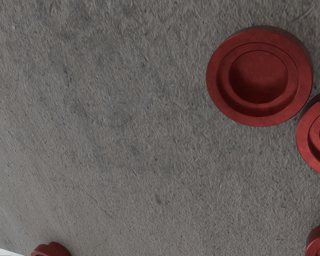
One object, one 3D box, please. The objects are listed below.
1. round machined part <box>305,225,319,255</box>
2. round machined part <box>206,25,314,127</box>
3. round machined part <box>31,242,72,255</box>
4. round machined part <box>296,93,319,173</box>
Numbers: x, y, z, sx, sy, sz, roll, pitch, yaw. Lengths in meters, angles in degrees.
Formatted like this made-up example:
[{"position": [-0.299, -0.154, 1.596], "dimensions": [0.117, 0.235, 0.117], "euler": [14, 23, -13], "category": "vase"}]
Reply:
[{"position": [0.227, 0.145, 0.366], "dimensions": [0.098, 0.042, 0.097], "euler": [13, 124, 21], "category": "round machined part"}, {"position": [0.100, -0.053, 0.310], "dimensions": [0.098, 0.042, 0.097], "euler": [13, 124, 21], "category": "round machined part"}, {"position": [-0.242, 0.301, 0.710], "dimensions": [0.098, 0.042, 0.097], "euler": [13, 124, 21], "category": "round machined part"}, {"position": [0.186, 0.001, 0.299], "dimensions": [0.098, 0.042, 0.097], "euler": [13, 124, 21], "category": "round machined part"}]
